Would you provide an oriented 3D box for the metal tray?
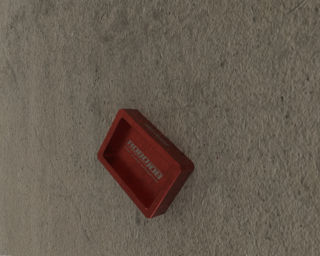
[{"bbox_3d":[-0.025,0.044,0.422,0.130,0.030,0.089,43,116,31],"label":"metal tray"}]
